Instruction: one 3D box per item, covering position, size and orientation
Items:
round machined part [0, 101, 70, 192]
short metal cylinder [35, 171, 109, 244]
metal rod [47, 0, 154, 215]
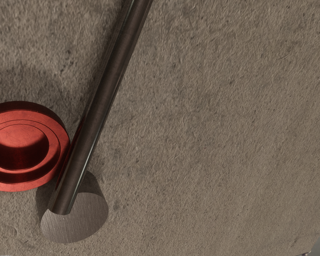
[{"bbox_3d":[-0.148,0.015,0.325,0.099,0.042,0.097,-14,125,-21],"label":"round machined part"},{"bbox_3d":[-0.111,0.097,0.391,0.081,0.050,0.079,-14,125,-21],"label":"short metal cylinder"},{"bbox_3d":[-0.053,-0.049,0.316,0.025,0.025,0.298,17,99,-35],"label":"metal rod"}]
